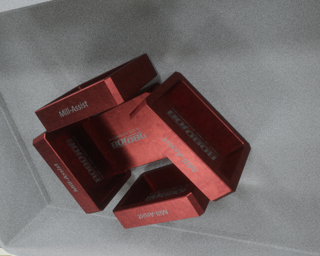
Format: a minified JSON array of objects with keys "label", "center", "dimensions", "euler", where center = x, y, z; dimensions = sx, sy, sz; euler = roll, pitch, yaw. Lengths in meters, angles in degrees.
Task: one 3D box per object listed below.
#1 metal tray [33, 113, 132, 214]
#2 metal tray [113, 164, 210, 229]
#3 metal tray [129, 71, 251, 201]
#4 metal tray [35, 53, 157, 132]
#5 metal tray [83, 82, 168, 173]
[{"label":"metal tray","center":[-0.106,0.045,0.445],"dimensions":[0.030,0.090,0.130],"euler":[-23,106,36]},{"label":"metal tray","center":[0.010,0.083,0.409],"dimensions":[0.130,0.090,0.030],"euler":[-22,107,36]},{"label":"metal tray","center":[0.039,0.006,0.347],"dimensions":[0.130,0.090,0.030],"euler":[45,130,-4]},{"label":"metal tray","center":[-0.078,-0.042,0.377],"dimensions":[0.130,0.090,0.030],"euler":[-17,110,34]},{"label":"metal tray","center":[-0.033,0.004,0.420],"dimensions":[0.130,0.030,0.090],"euler":[-21,107,35]}]
